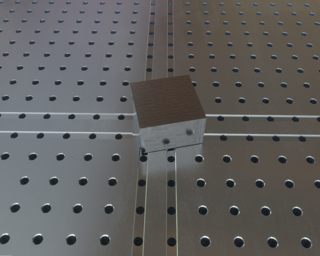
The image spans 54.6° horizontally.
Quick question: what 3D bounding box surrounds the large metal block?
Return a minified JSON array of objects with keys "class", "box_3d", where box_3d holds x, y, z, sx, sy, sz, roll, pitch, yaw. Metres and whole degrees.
[{"class":"large metal block","box_3d":[0.008,-0.020,0.407,0.080,0.050,0.080,-9,51,-8]}]
